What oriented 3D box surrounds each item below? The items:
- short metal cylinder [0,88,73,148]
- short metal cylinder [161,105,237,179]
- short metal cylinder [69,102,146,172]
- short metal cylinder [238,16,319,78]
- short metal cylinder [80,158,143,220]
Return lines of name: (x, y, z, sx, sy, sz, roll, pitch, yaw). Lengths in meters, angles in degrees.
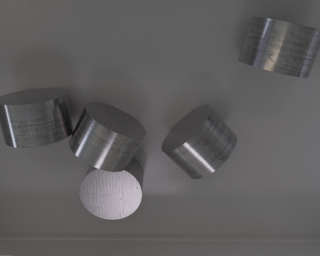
short metal cylinder: (-0.150, -0.015, 0.375, 0.080, 0.080, 0.050, -3, 110, 1)
short metal cylinder: (0.048, 0.017, 0.389, 0.080, 0.080, 0.050, -41, 105, 13)
short metal cylinder: (-0.065, 0.010, 0.385, 0.080, 0.080, 0.050, 27, 108, -10)
short metal cylinder: (0.135, -0.092, 0.349, 0.081, 0.080, 0.050, 11, 110, -4)
short metal cylinder: (-0.064, 0.077, 0.426, 0.081, 0.050, 0.079, 0, 110, 0)
